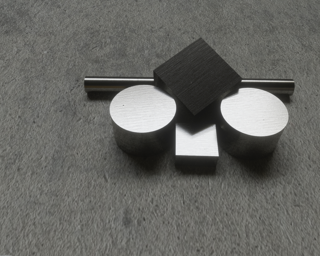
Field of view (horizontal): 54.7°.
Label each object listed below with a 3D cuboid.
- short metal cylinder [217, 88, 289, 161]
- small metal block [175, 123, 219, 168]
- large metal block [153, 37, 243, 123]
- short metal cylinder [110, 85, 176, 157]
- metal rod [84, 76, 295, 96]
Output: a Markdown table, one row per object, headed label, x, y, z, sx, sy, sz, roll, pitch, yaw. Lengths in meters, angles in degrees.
| label | x | y | z | sx | sy | sz | roll | pitch | yaw |
| --- | --- | --- | --- | --- | --- | --- | --- | --- | --- |
| short metal cylinder | 0.114 | -0.005 | 0.393 | 0.081 | 0.050 | 0.080 | 0 | 50 | 0 |
| small metal block | 0.044 | 0.021 | 0.388 | 0.050 | 0.025 | 0.050 | 2 | 50 | 1 |
| large metal block | 0.048 | -0.060 | 0.416 | 0.080 | 0.050 | 0.080 | -37 | 75 | -12 |
| short metal cylinder | -0.021 | -0.010 | 0.395 | 0.081 | 0.050 | 0.080 | 0 | 50 | 0 |
| metal rod | 0.042 | -0.062 | 0.456 | 0.302 | 0.025 | 0.025 | 1 | 50 | 0 |
